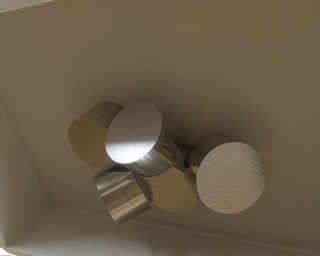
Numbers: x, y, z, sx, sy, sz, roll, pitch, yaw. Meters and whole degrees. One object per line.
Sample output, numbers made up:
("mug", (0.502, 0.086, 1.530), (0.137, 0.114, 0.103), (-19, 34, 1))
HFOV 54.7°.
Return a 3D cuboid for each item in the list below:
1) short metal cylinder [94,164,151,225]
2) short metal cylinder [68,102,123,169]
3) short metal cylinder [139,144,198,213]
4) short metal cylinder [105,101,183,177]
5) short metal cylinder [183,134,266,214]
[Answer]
("short metal cylinder", (-0.053, 0.090, 0.445), (0.050, 0.080, 0.080), (-27, 109, -7))
("short metal cylinder", (-0.080, 0.010, 0.436), (0.080, 0.050, 0.079), (13, 124, 20))
("short metal cylinder", (0.020, 0.067, 0.420), (0.080, 0.050, 0.079), (13, 124, 20))
("short metal cylinder", (-0.019, 0.014, 0.379), (0.080, 0.080, 0.050), (-8, 150, 31))
("short metal cylinder", (0.073, 0.051, 0.356), (0.081, 0.050, 0.079), (-2, 98, -11))
